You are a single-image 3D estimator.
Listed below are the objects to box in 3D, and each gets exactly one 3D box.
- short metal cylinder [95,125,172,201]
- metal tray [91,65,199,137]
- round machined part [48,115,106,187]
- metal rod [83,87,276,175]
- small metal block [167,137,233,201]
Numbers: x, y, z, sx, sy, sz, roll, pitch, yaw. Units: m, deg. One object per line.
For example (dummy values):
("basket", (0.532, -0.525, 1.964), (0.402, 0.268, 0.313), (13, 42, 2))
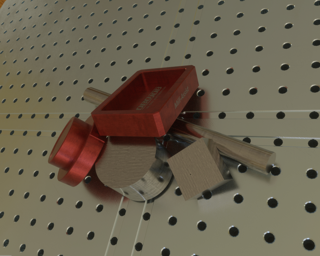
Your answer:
("short metal cylinder", (-0.030, 0.043, 0.377), (0.080, 0.050, 0.080), (-13, 56, 21))
("metal tray", (-0.014, -0.038, 0.393), (0.090, 0.030, 0.131), (0, 33, 27))
("round machined part", (-0.111, 0.024, 0.406), (0.098, 0.042, 0.098), (-47, 25, 30))
("metal rod", (0.001, -0.008, 0.408), (0.300, 0.025, 0.025), (22, 73, 36))
("small metal block", (0.043, 0.045, 0.339), (0.050, 0.025, 0.050), (-36, 66, 25))
